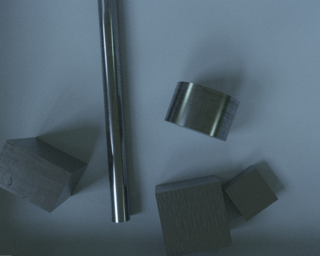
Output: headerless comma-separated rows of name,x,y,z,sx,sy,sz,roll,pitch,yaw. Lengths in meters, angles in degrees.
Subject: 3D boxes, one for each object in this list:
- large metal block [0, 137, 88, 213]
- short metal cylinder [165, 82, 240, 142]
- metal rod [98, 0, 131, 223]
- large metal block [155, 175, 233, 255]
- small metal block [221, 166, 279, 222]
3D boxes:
large metal block,-0.145,0.053,0.382,0.080,0.080,0.050,28,90,-1
short metal cylinder,0.051,-0.020,0.385,0.080,0.080,0.050,19,90,-1
metal rod,-0.061,-0.027,0.410,0.025,0.025,0.298,-4,90,-1
large metal block,0.041,0.111,0.400,0.080,0.050,0.080,-11,90,-1
small metal block,0.118,0.086,0.413,0.050,0.025,0.050,-36,90,0
